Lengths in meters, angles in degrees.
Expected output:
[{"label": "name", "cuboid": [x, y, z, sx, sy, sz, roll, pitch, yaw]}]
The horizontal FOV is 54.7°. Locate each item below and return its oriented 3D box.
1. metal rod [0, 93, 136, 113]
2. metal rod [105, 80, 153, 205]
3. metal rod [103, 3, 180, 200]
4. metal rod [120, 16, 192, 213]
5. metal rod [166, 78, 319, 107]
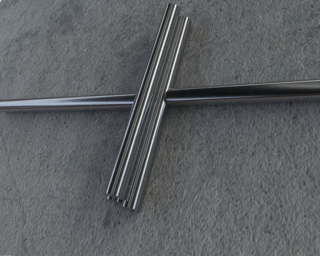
[{"label": "metal rod", "cuboid": [-0.164, -0.040, 0.513, 0.300, 0.025, 0.025, 1, 62, 28]}, {"label": "metal rod", "cuboid": [-0.019, -0.041, 0.440, 0.025, 0.025, 0.300, 1, 62, 28]}, {"label": "metal rod", "cuboid": [-0.017, -0.052, 0.419, 0.025, 0.025, 0.300, 1, 62, 28]}, {"label": "metal rod", "cuboid": [0.001, -0.036, 0.426, 0.025, 0.025, 0.300, 1, 62, 28]}, {"label": "metal rod", "cuboid": [0.147, -0.042, 0.353, 0.300, 0.025, 0.025, 0, 62, 27]}]
